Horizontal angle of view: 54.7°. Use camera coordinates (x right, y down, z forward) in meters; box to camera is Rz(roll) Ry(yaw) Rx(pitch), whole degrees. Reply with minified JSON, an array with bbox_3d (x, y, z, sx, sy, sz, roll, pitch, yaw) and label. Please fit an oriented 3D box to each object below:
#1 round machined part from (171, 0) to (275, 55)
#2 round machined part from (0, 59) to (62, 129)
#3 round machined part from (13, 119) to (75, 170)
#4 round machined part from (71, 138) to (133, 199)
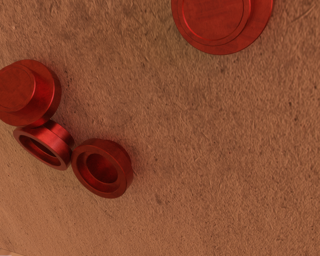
[{"bbox_3d":[0.055,-0.117,0.294,0.098,0.042,0.097,13,124,21],"label":"round machined part"},{"bbox_3d":[-0.193,-0.050,0.432,0.098,0.042,0.098,-2,79,11],"label":"round machined part"},{"bbox_3d":[-0.175,0.021,0.488,0.098,0.042,0.098,22,148,15],"label":"round machined part"},{"bbox_3d":[-0.084,0.057,0.475,0.098,0.042,0.097,13,124,21],"label":"round machined part"}]
